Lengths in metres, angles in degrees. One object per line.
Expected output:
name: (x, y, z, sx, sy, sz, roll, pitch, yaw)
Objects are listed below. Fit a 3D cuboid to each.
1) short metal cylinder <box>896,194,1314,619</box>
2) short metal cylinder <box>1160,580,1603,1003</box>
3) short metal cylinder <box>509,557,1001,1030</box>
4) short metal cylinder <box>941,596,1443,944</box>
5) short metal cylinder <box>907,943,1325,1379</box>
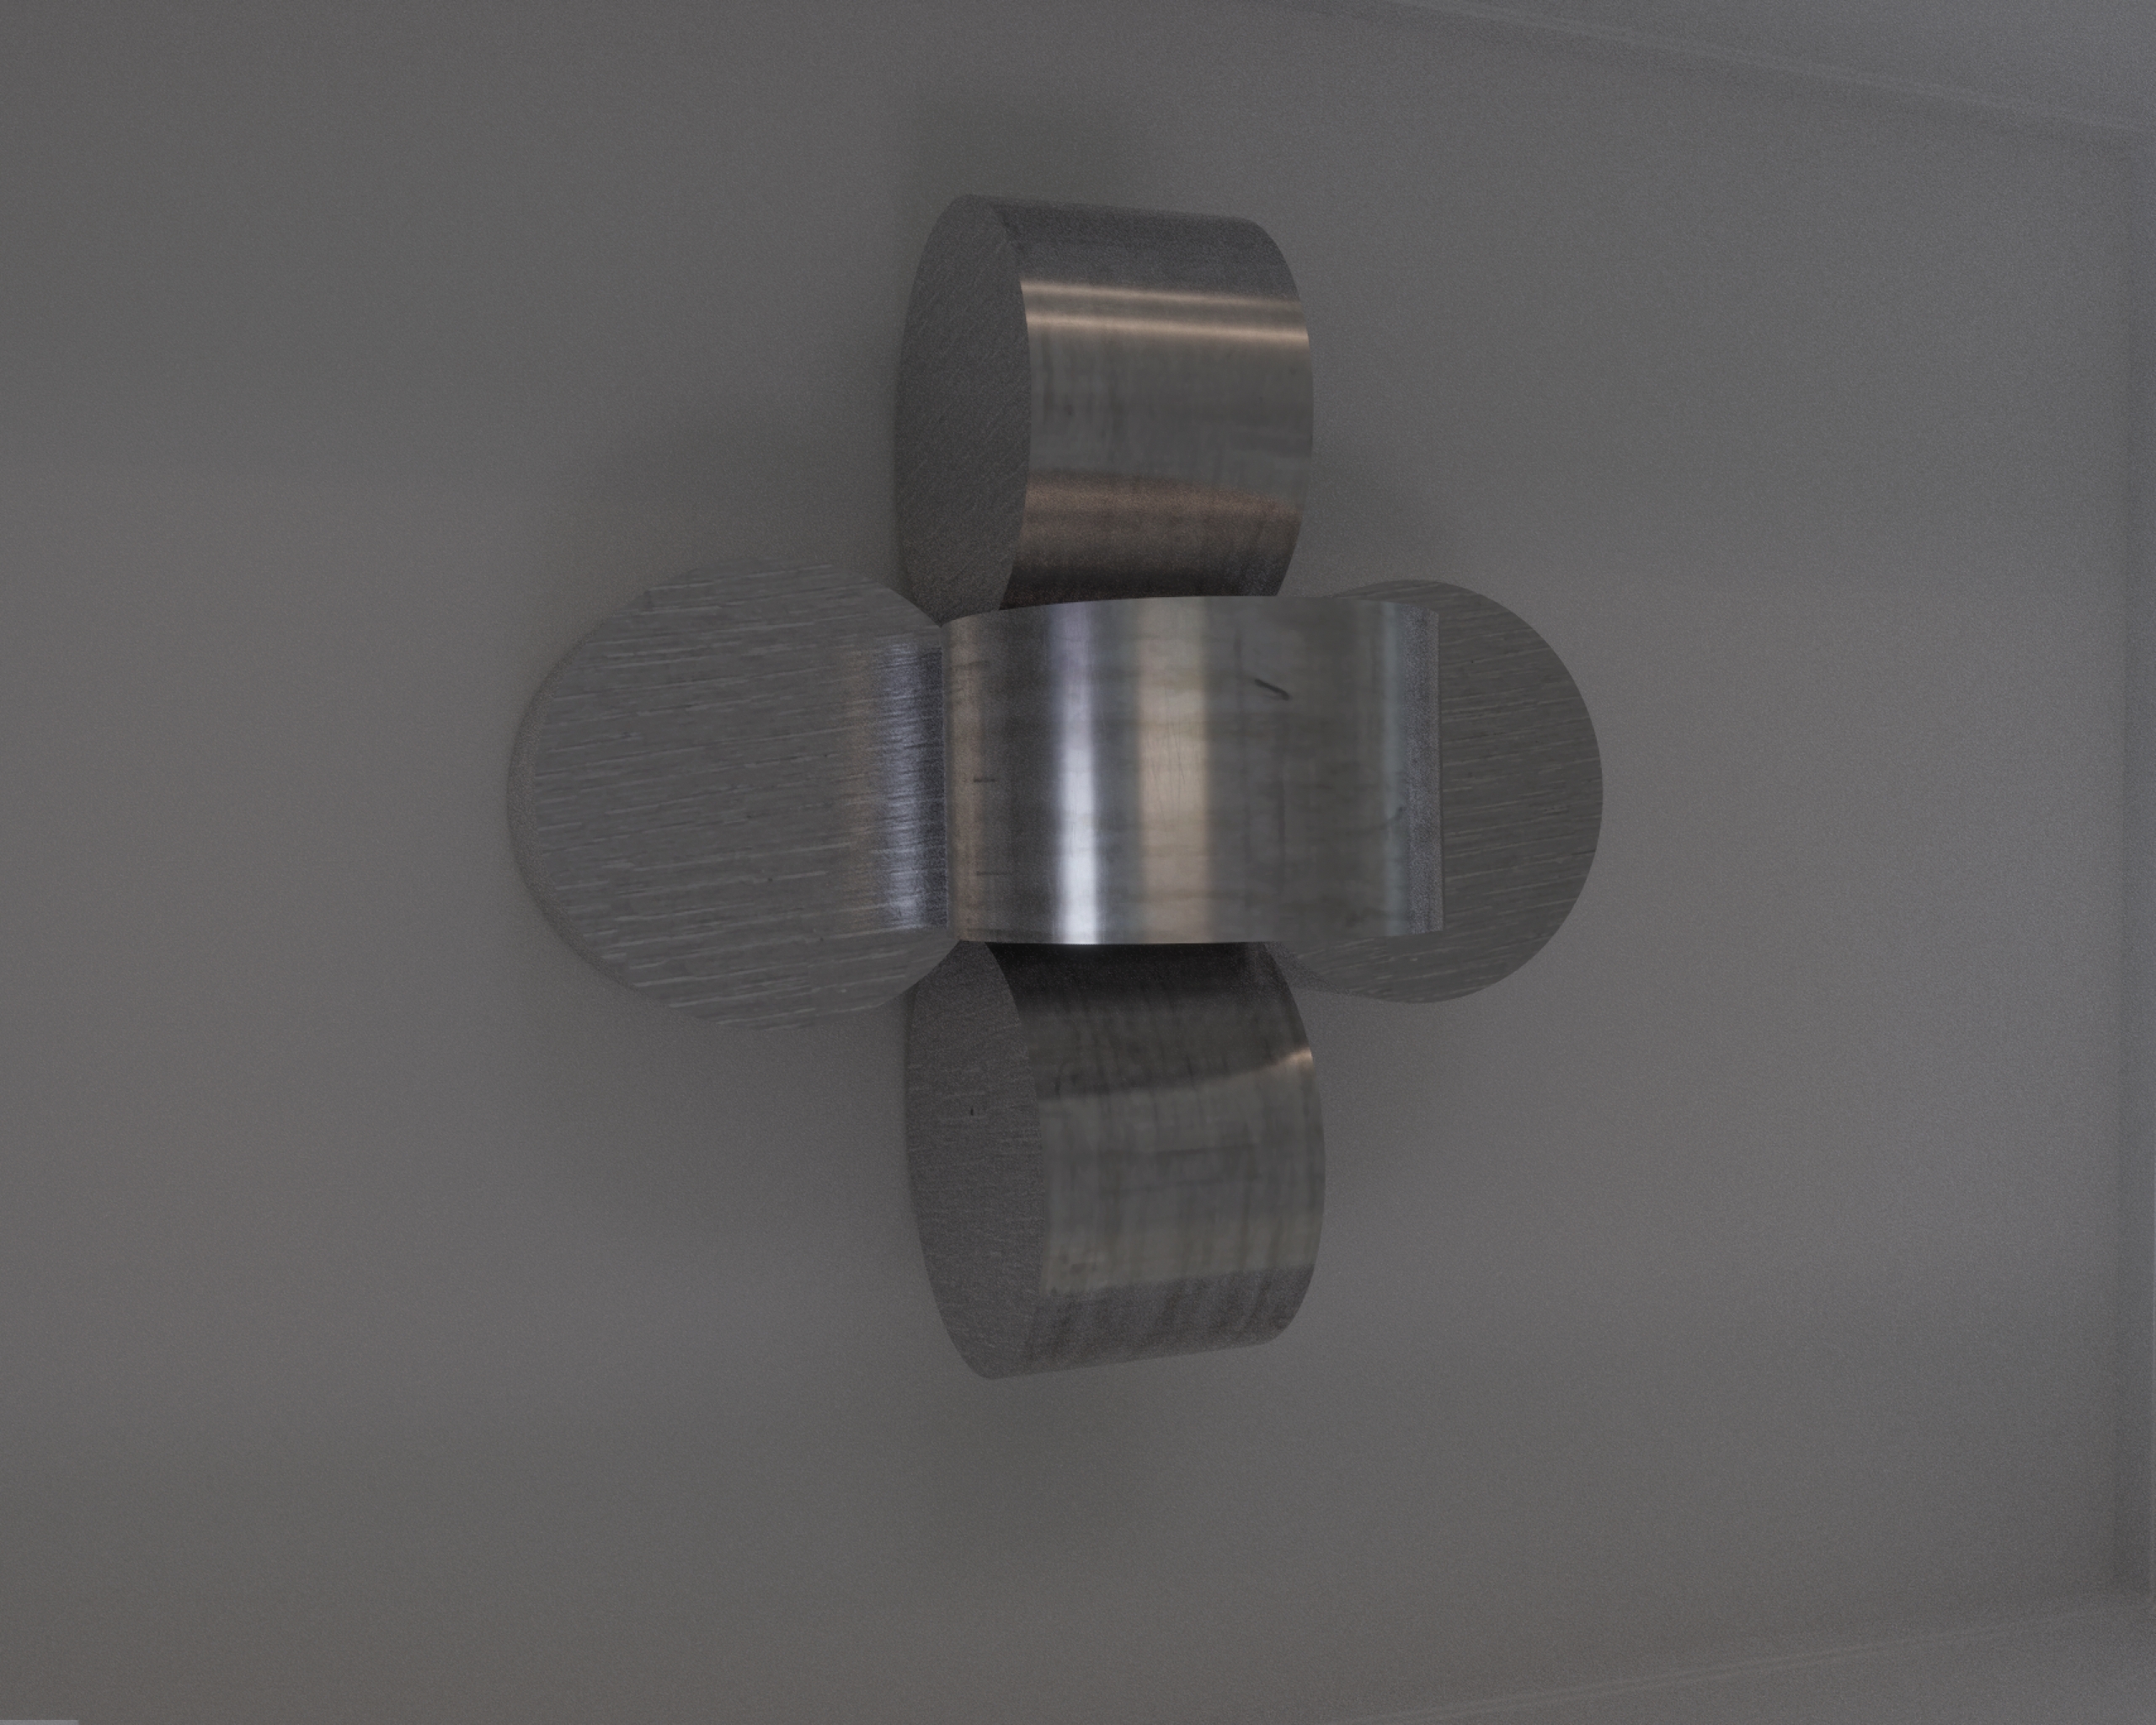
short metal cylinder: (0.002, -0.078, 0.380, 0.050, 0.080, 0.080, -2, 91, -21)
short metal cylinder: (0.056, -0.013, 0.415, 0.081, 0.050, 0.080, 0, 90, -20)
short metal cylinder: (-0.058, -0.012, 0.374, 0.081, 0.050, 0.080, 0, 90, -20)
short metal cylinder: (0.019, -0.014, 0.339, 0.081, 0.080, 0.050, -1, 90, -20)
short metal cylinder: (0.004, 0.051, 0.381, 0.050, 0.080, 0.080, -2, 91, -21)
